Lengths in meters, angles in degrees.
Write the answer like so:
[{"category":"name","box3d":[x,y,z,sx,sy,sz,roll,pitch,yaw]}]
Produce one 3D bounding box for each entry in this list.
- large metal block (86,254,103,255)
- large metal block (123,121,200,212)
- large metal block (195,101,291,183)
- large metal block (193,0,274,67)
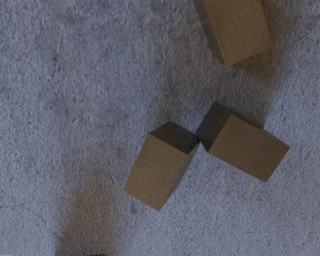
[{"category":"large metal block","box3d":[-0.126,0.253,0.488,0.080,0.050,0.079,-8,110,2]},{"category":"large metal block","box3d":[0.006,0.044,0.390,0.050,0.080,0.079,29,109,12]},{"category":"large metal block","box3d":[0.098,0.014,0.385,0.080,0.080,0.050,28,102,-10]},{"category":"large metal block","box3d":[0.075,-0.120,0.337,0.050,0.080,0.080,-22,109,7]}]
